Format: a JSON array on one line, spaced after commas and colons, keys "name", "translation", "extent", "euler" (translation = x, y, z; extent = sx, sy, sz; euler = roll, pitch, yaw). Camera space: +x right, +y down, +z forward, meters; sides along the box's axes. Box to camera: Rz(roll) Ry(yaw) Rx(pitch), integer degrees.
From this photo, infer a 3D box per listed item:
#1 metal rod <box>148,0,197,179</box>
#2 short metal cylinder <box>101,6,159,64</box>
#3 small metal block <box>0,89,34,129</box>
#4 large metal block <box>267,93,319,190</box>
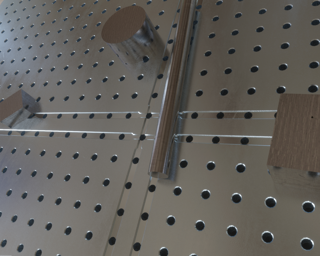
[{"name": "metal rod", "translation": [0.023, -0.074, 0.440], "extent": [0.025, 0.025, 0.299], "euler": [-3, 60, 26]}, {"name": "short metal cylinder", "translation": [-0.048, -0.153, 0.510], "extent": [0.080, 0.050, 0.080], "euler": [-13, 56, 20]}, {"name": "small metal block", "translation": [-0.262, -0.035, 0.564], "extent": [0.050, 0.025, 0.050], "euler": [-31, 52, 8]}, {"name": "large metal block", "translation": [0.156, 0.015, 0.301], "extent": [0.080, 0.050, 0.080], "euler": [6, 64, 30]}]
